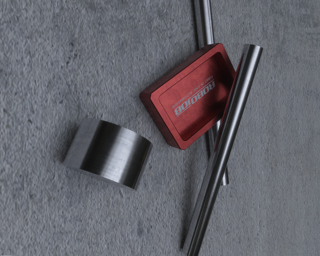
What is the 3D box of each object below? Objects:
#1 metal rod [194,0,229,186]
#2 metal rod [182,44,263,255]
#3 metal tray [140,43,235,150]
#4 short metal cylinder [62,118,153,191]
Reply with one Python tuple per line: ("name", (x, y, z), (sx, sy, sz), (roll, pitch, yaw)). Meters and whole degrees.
("metal rod", (0.078, -0.061, 0.469), (0.025, 0.025, 0.298), (-12, 98, -39))
("metal rod", (0.083, 0.036, 0.425), (0.025, 0.025, 0.298), (10, 99, -40))
("metal tray", (0.049, -0.044, 0.420), (0.131, 0.030, 0.090), (-39, 113, -18))
("short metal cylinder", (-0.053, 0.029, 0.324), (0.080, 0.080, 0.050), (31, 71, -36))
